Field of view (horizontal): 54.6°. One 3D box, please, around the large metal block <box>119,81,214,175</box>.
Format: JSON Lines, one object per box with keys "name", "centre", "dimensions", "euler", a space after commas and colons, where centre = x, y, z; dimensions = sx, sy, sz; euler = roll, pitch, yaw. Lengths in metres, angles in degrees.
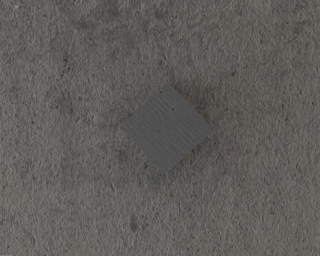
{"name": "large metal block", "centre": [0.008, 0.000, 0.398], "dimensions": [0.080, 0.050, 0.080], "euler": [-43, 90, 0]}
